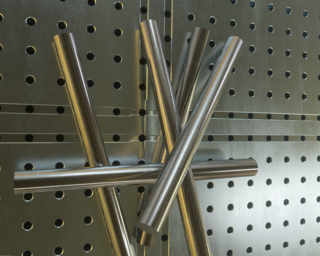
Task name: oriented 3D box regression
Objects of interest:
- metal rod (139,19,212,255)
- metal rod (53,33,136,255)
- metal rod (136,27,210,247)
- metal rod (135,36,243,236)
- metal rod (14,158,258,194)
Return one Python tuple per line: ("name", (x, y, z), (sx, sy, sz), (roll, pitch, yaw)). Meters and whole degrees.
("metal rod", (0.016, 0.007, 0.378), (0.025, 0.025, 0.299), (-8, 77, -20))
("metal rod", (-0.078, 0.034, 0.384), (0.025, 0.025, 0.298), (-16, 96, -20))
("metal rod", (0.019, 0.008, 0.420), (0.025, 0.025, 0.299), (17, 84, -20))
("metal rod", (0.049, -0.015, 0.375), (0.025, 0.025, 0.301), (40, 56, -16))
("metal rod", (-0.012, 0.056, 0.381), (0.303, 0.025, 0.025), (-1, 90, -21))
